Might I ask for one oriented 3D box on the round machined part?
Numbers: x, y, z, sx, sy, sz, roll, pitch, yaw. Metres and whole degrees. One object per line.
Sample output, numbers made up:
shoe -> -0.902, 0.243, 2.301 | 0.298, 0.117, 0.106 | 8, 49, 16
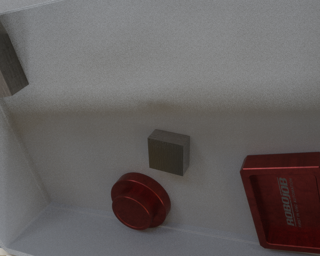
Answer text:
round machined part -> -0.036, 0.122, 0.491 | 0.098, 0.042, 0.097 | 13, 124, 20

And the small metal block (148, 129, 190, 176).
small metal block -> 0.012, 0.033, 0.421 | 0.050, 0.025, 0.050 | 11, 123, 21

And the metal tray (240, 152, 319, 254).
metal tray -> 0.159, 0.093, 0.379 | 0.090, 0.030, 0.129 | -7, 115, 30

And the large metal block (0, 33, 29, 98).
large metal block -> -0.257, -0.087, 0.457 | 0.080, 0.050, 0.079 | -8, 116, 11
